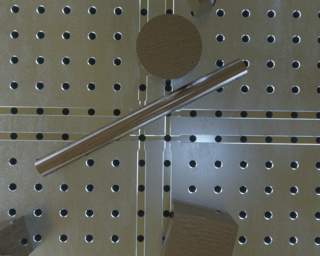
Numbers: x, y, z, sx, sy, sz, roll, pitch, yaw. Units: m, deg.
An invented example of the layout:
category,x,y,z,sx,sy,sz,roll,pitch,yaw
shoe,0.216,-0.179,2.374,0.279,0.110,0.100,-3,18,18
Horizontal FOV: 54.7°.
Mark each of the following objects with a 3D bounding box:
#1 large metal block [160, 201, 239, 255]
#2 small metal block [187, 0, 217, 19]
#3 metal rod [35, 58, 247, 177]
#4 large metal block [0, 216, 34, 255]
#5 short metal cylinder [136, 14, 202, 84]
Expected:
category,x,y,z,sx,sy,sz,roll,pitch,yaw
large metal block,0.048,0.149,0.402,0.080,0.050,0.080,13,90,-1
small metal block,0.049,-0.178,0.401,0.025,0.050,0.050,-26,90,0
metal rod,-0.024,-0.014,0.413,0.301,0.025,0.025,-27,90,-1
large metal block,-0.219,0.155,0.383,0.080,0.080,0.050,-15,90,0
short metal cylinder,0.011,-0.099,0.401,0.081,0.050,0.079,0,90,-1
